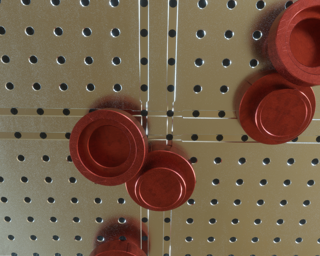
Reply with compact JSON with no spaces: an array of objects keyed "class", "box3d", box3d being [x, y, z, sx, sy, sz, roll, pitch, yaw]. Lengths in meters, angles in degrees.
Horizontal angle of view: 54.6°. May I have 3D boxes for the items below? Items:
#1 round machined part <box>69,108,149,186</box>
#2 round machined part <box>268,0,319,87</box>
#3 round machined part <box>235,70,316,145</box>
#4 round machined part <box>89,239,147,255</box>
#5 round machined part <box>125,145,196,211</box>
[{"class":"round machined part","box3d":[-0.063,0.022,0.404,0.098,0.042,0.097,2,100,9]},{"class":"round machined part","box3d":[0.172,-0.096,0.359,0.099,0.042,0.097,0,91,-6]},{"class":"round machined part","box3d":[0.151,-0.023,0.397,0.099,0.042,0.097,0,110,0]},{"class":"round machined part","box3d":[-0.064,0.215,0.483,0.099,0.042,0.097,0,110,0]},{"class":"round machined part","box3d":[0.001,0.076,0.432,0.099,0.042,0.097,0,110,0]}]
